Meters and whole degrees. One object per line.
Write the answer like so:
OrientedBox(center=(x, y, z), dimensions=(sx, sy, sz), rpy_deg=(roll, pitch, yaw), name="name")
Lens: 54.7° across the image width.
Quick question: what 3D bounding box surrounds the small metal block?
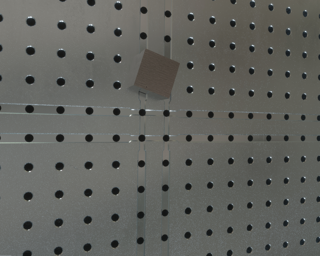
OrientedBox(center=(-0.007, -0.070, 0.411), dimensions=(0.050, 0.025, 0.050), rpy_deg=(19, 84, -20), name="small metal block")
